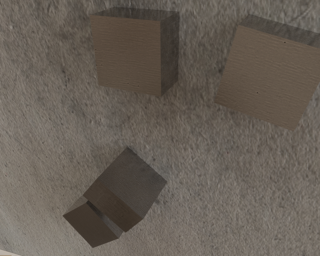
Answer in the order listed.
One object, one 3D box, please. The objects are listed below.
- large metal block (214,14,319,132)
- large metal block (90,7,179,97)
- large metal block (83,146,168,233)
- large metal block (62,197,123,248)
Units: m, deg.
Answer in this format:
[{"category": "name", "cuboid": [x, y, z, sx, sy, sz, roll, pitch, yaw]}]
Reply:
[{"category": "large metal block", "cuboid": [0.108, -0.055, 0.300, 0.080, 0.050, 0.079, 22, 127, 14]}, {"category": "large metal block", "cuboid": [-0.026, -0.088, 0.349, 0.080, 0.050, 0.079, 12, 124, 21]}, {"category": "large metal block", "cuboid": [-0.048, 0.087, 0.449, 0.080, 0.080, 0.050, 42, 129, -1]}, {"category": "large metal block", "cuboid": [-0.108, 0.154, 0.541, 0.080, 0.050, 0.080, -33, 100, 38]}]
